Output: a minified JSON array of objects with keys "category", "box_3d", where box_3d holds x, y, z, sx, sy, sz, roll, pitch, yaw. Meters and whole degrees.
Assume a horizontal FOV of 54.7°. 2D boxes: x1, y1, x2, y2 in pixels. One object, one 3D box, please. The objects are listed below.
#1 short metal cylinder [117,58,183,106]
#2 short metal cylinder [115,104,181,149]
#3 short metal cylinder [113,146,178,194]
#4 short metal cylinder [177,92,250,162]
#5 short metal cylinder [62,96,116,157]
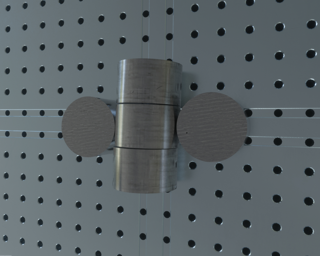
[{"category":"short metal cylinder","box_3d":[-0.013,-0.054,0.386,0.080,0.080,0.050,3,91,19]},{"category":"short metal cylinder","box_3d":[-0.015,-0.002,0.387,0.080,0.080,0.050,2,91,19]},{"category":"short metal cylinder","box_3d":[-0.018,0.048,0.388,0.080,0.080,0.050,1,91,19]},{"category":"short metal cylinder","box_3d":[0.066,-0.001,0.375,0.080,0.050,0.079,0,90,19]},{"category":"short metal cylinder","box_3d":[-0.086,-0.002,0.428,0.080,0.050,0.079,0,90,19]}]
